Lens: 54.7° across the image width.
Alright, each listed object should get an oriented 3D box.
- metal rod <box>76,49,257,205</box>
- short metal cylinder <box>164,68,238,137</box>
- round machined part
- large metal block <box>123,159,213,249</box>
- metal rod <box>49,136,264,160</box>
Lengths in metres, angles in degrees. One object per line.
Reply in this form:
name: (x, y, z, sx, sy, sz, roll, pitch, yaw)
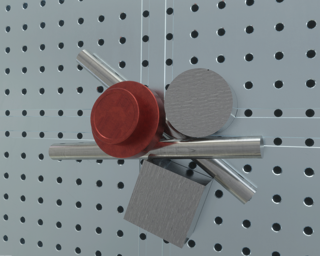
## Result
metal rod: (-0.001, -0.011, 0.412, 0.300, 0.025, 0.025, 40, 103, 15)
short metal cylinder: (0.051, -0.029, 0.380, 0.080, 0.050, 0.079, 0, 90, 19)
round machined part: (-0.046, -0.012, 0.383, 0.098, 0.042, 0.097, -4, 79, 25)
large metal block: (0.011, 0.089, 0.392, 0.080, 0.050, 0.080, 21, 97, 18)
metal rod: (-0.024, 0.028, 0.400, 0.300, 0.025, 0.025, -3, 89, 26)
